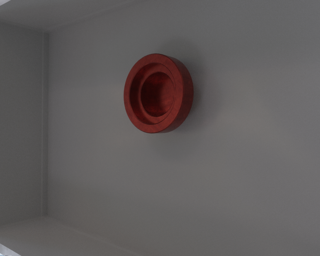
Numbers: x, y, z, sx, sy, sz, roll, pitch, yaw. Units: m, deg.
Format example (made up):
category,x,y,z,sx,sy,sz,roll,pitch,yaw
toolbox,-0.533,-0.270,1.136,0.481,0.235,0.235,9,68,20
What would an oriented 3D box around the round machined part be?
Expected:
category,x,y,z,sx,sy,sz,roll,pitch,yaw
round machined part,0.003,-0.042,0.395,0.098,0.042,0.097,0,90,40
